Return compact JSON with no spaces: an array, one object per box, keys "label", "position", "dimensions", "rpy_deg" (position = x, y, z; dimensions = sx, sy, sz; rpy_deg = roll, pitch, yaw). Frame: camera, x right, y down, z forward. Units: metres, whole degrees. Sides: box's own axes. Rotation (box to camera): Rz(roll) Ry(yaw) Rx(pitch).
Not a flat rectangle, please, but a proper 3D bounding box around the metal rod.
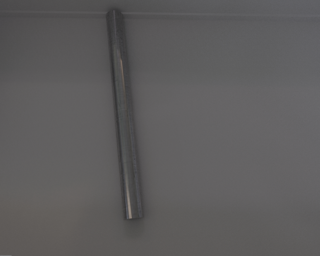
[{"label":"metal rod","position":[-0.050,-0.031,0.420],"dimensions":[0.025,0.025,0.299],"rpy_deg":[-7,70,-3]}]
